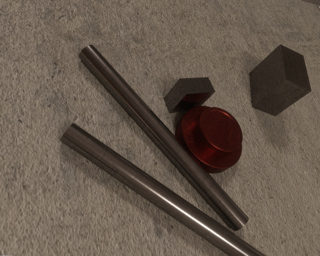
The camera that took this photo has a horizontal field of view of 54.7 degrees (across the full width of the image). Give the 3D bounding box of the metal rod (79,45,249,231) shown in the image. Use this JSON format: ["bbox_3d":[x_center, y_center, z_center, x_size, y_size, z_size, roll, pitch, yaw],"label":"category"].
[{"bbox_3d":[0.001,0.009,0.400,0.300,0.025,0.025,48,51,5],"label":"metal rod"}]

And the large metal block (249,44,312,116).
[{"bbox_3d":[0.201,-0.080,0.528,0.050,0.080,0.080,19,54,-18],"label":"large metal block"}]

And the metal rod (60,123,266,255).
[{"bbox_3d":[0.018,0.091,0.359,0.301,0.025,0.025,35,51,-5],"label":"metal rod"}]

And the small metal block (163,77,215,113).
[{"bbox_3d":[0.041,-0.047,0.440,0.050,0.050,0.025,-8,66,-32],"label":"small metal block"}]

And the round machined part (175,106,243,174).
[{"bbox_3d":[0.074,0.010,0.429,0.099,0.042,0.098,14,56,-21],"label":"round machined part"}]
